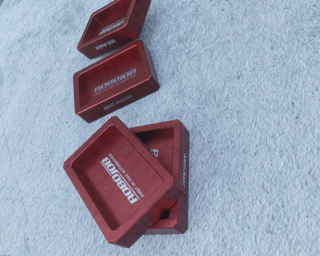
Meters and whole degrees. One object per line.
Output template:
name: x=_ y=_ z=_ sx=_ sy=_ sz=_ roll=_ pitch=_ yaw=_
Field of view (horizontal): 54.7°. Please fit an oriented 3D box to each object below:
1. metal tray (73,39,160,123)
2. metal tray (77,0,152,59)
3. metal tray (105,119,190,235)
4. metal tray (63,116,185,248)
metal tray: x=-0.072 y=-0.073 z=0.482 sx=0.130 sy=0.030 sz=0.090 roll=-24 pitch=53 yaw=13
metal tray: x=-0.080 y=-0.177 z=0.531 sx=0.130 sy=0.030 sz=0.090 roll=-9 pitch=56 yaw=40
metal tray: x=-0.013 y=0.058 z=0.371 sx=0.090 sy=0.030 sz=0.130 roll=-10 pitch=57 yaw=23
metal tray: x=-0.046 y=0.055 z=0.351 sx=0.090 sy=0.030 sz=0.130 roll=-44 pitch=51 yaw=-3
